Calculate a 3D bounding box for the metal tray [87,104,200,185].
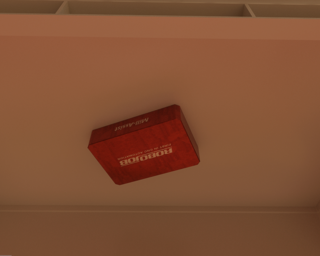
[{"bbox_3d":[-0.020,0.027,0.428,0.130,0.030,0.090,-17,128,13],"label":"metal tray"}]
